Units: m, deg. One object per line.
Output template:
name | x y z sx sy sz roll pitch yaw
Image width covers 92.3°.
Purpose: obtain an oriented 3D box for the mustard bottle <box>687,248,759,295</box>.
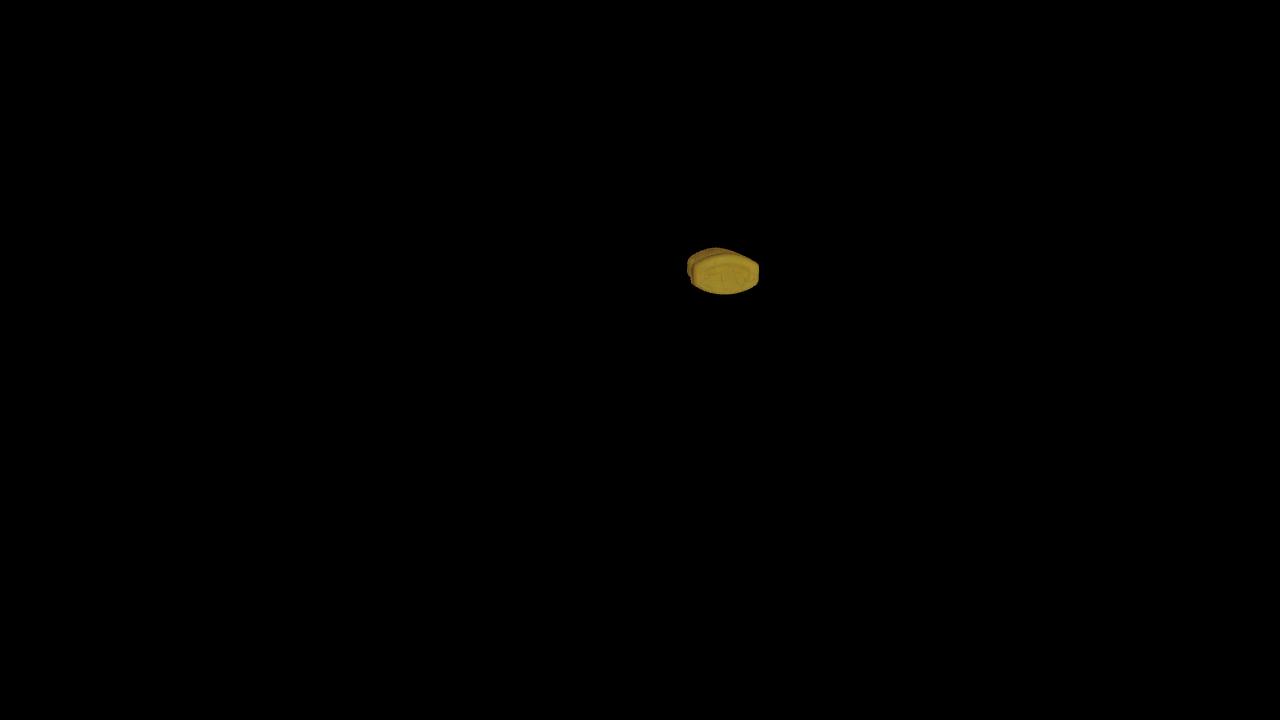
mustard bottle | 0.114 -0.135 0.894 0.092 0.054 0.184 -7 15 2
